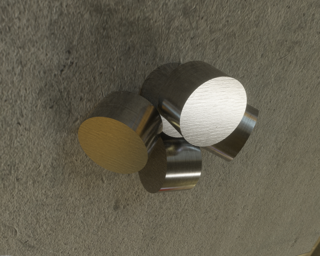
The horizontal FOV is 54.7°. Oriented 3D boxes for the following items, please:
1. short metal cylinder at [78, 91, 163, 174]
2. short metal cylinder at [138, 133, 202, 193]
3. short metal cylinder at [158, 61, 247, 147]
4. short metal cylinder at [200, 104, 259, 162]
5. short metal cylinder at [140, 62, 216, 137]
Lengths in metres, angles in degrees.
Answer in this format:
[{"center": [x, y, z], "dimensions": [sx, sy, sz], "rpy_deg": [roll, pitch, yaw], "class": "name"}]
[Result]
[{"center": [-0.043, 0.005, 0.347], "dimensions": [0.080, 0.050, 0.079], "rpy_deg": [12, 131, 14], "class": "short metal cylinder"}, {"center": [0.010, 0.043, 0.405], "dimensions": [0.050, 0.080, 0.079], "rpy_deg": [2, 118, -30], "class": "short metal cylinder"}, {"center": [0.045, -0.027, 0.336], "dimensions": [0.081, 0.050, 0.079], "rpy_deg": [-14, 125, -21], "class": "short metal cylinder"}, {"center": [0.087, -0.002, 0.414], "dimensions": [0.050, 0.080, 0.080], "rpy_deg": [29, 106, 2], "class": "short metal cylinder"}, {"center": [0.022, -0.035, 0.384], "dimensions": [0.081, 0.050, 0.079], "rpy_deg": [-14, 125, -21], "class": "short metal cylinder"}]
